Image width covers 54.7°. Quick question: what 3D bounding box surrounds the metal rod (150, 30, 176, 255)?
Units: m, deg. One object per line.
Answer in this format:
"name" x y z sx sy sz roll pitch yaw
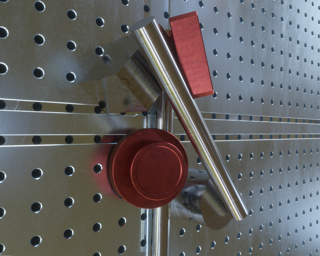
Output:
"metal rod" 0.004 0.020 0.415 0.025 0.025 0.298 3 88 -40

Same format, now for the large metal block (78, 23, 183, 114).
"large metal block" -0.032 -0.064 0.349 0.050 0.080 0.080 49 61 -29

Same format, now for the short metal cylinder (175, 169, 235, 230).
"short metal cylinder" 0.069 0.102 0.454 0.081 0.050 0.079 0 90 -40

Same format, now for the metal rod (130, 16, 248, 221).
"metal rod" 0.048 0.014 0.360 0.025 0.025 0.299 -51 128 -28

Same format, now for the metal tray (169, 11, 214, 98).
"metal tray" 0.041 -0.090 0.391 0.130 0.030 0.089 -63 140 -75

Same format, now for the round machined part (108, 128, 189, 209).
"round machined part" -0.009 0.049 0.372 0.099 0.042 0.097 0 90 -23
